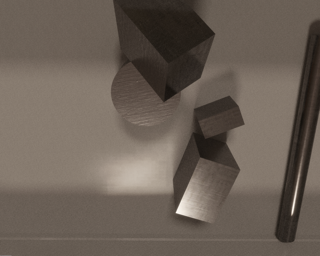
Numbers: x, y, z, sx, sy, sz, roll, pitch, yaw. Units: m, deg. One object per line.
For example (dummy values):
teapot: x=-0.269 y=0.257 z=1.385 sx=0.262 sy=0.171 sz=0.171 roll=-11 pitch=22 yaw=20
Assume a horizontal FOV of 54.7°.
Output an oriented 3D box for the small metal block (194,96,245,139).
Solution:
small metal block: x=0.074 y=-0.015 z=0.394 sx=0.050 sy=0.050 sz=0.025 roll=-21 pitch=109 yaw=7

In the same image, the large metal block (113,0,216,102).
large metal block: x=0.002 y=-0.084 z=0.304 sx=0.050 sy=0.080 sz=0.080 roll=-35 pitch=76 yaw=-13

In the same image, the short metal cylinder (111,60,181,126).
short metal cylinder: x=-0.016 y=-0.048 z=0.380 sx=0.081 sy=0.050 sz=0.079 roll=0 pitch=111 yaw=0

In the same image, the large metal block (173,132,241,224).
large metal block: x=0.056 y=0.062 z=0.406 sx=0.050 sy=0.080 sz=0.079 roll=18 pitch=109 yaw=-7

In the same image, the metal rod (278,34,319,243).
metal rod: x=0.195 y=0.028 z=0.424 sx=0.025 sy=0.025 sz=0.298 roll=0 pitch=110 yaw=-1
